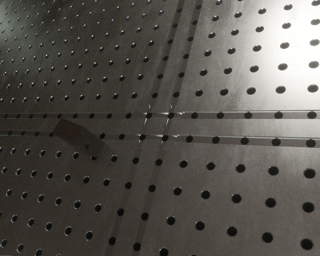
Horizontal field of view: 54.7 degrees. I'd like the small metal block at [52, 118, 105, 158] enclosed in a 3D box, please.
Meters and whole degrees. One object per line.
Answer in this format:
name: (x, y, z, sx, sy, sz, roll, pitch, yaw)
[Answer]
small metal block: (-0.116, 0.014, 0.442, 0.050, 0.050, 0.025, 18, 72, 35)
